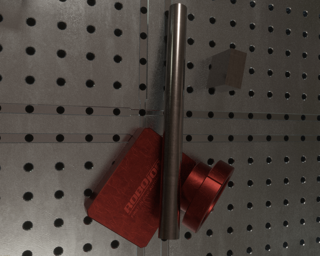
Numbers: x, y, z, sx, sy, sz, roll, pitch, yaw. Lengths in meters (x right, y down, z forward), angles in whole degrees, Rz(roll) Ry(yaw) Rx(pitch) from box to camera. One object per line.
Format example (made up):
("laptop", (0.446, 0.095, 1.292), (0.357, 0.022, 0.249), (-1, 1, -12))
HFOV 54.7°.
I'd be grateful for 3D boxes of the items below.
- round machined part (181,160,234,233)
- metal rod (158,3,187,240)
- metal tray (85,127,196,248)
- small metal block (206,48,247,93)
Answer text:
("round machined part", (0.054, 0.083, 0.406), (0.042, 0.098, 0.098), (30, 78, 18))
("metal rod", (0.017, -0.017, 0.393), (0.025, 0.025, 0.299), (7, 78, -20))
("metal tray", (-0.023, 0.075, 0.402), (0.090, 0.030, 0.130), (38, 78, -17))
("small metal block", (0.093, -0.079, 0.435), (0.025, 0.050, 0.050), (12, 86, -20))
